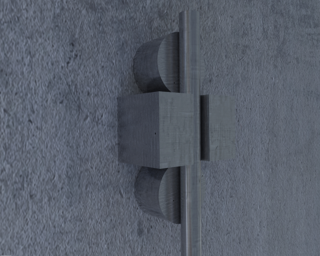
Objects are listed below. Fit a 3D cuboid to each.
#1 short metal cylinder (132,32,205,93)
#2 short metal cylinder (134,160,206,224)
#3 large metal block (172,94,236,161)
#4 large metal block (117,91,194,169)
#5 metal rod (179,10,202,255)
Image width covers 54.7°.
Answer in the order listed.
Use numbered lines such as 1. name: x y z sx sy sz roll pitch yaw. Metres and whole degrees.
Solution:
1. short metal cylinder: 0.012 -0.078 0.399 0.081 0.050 0.080 0 89 -40
2. short metal cylinder: 0.013 0.078 0.402 0.081 0.050 0.080 0 89 -40
3. large metal block: 0.052 -0.001 0.413 0.050 0.080 0.080 -1 91 -40
4. large metal block: -0.007 0.002 0.364 0.050 0.080 0.080 -1 91 -40
5. metal rod: 0.036 0.013 0.371 0.025 0.025 0.298 -1 90 -40
